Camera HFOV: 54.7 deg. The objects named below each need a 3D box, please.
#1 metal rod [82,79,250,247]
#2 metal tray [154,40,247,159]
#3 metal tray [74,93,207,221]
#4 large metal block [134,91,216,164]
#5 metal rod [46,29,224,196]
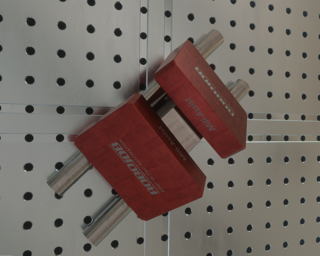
[{"bbox_3d":[0.018,0.037,0.421,0.301,0.025,0.025,-44,104,-15],"label":"metal rod"},{"bbox_3d":[0.055,-0.037,0.376,0.130,0.030,0.090,49,31,-14],"label":"metal tray"},{"bbox_3d":[-0.021,0.037,0.348,0.090,0.030,0.130,-31,105,27],"label":"metal tray"},{"bbox_3d":[0.014,-0.002,0.389,0.080,0.080,0.050,-44,104,-15],"label":"large metal block"},{"bbox_3d":[-0.022,-0.029,0.406,0.301,0.025,0.025,-44,104,-15],"label":"metal rod"}]
